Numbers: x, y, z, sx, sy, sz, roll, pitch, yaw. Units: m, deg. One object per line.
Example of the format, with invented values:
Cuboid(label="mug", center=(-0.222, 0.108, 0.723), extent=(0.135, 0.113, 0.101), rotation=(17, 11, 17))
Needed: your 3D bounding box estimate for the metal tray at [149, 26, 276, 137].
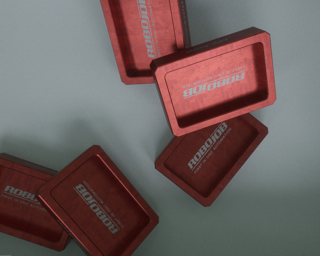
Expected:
Cuboid(label="metal tray", center=(0.063, -0.052, 0.358), extent=(0.131, 0.030, 0.090), rotation=(-19, 119, -3))

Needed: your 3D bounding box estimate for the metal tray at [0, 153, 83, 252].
Cuboid(label="metal tray", center=(-0.170, 0.095, 0.406), extent=(0.131, 0.030, 0.090), rotation=(19, 90, -1))

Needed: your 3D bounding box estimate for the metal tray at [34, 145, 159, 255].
Cuboid(label="metal tray", center=(-0.073, 0.097, 0.378), extent=(0.090, 0.030, 0.130), rotation=(-43, 99, -32))

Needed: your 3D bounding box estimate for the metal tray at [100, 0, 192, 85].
Cuboid(label="metal tray", center=(-0.014, -0.118, 0.364), extent=(0.090, 0.030, 0.129), rotation=(0, 121, 20))

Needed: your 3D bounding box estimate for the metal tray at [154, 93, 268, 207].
Cuboid(label="metal tray", center=(0.066, 0.025, 0.409), extent=(0.090, 0.030, 0.130), rotation=(39, 90, -1))
